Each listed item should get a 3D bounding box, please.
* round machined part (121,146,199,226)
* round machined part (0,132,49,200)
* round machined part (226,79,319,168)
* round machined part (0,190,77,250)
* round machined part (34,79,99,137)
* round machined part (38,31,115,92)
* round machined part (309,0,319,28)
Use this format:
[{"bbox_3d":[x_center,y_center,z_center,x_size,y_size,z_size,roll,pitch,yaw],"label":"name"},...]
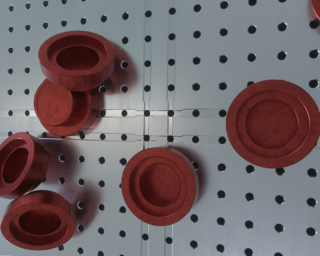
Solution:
[{"bbox_3d":[0.003,0.073,0.403,0.098,0.042,0.097,0,90,20],"label":"round machined part"},{"bbox_3d":[-0.208,0.059,0.464,0.098,0.042,0.098,-14,59,25],"label":"round machined part"},{"bbox_3d":[0.129,-0.005,0.358,0.098,0.042,0.097,0,90,20],"label":"round machined part"},{"bbox_3d":[-0.171,0.128,0.447,0.099,0.042,0.097,-5,123,-8],"label":"round machined part"},{"bbox_3d":[-0.144,-0.036,0.455,0.098,0.042,0.097,0,90,20],"label":"round machined part"},{"bbox_3d":[-0.111,-0.087,0.425,0.098,0.098,0.042,31,143,17],"label":"round machined part"},{"bbox_3d":[0.214,-0.148,0.328,0.098,0.042,0.097,0,90,20],"label":"round machined part"}]
